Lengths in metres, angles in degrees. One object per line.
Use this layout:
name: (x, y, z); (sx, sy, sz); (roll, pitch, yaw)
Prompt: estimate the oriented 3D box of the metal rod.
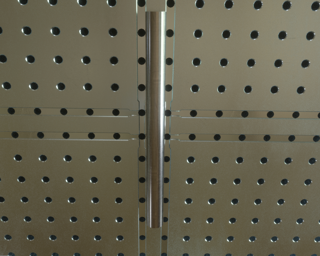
metal rod: (-0.006, 0.003, 0.414); (0.025, 0.025, 0.298); (0, 110, -1)
